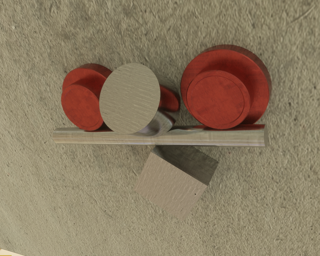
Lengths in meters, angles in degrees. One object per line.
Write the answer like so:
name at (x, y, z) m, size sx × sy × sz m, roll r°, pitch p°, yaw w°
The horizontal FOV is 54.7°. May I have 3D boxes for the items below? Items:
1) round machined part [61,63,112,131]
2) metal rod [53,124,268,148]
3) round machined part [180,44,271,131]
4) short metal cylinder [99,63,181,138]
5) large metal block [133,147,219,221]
round machined part at (-0.095, -0.035, 0.425) m, size 0.098 × 0.042 × 0.097 m, roll 13°, pitch 124°, yaw 21°
metal rod at (-0.020, 0.010, 0.398) m, size 0.300 × 0.025 × 0.025 m, roll -1°, pitch 118°, yaw 28°
round machined part at (0.068, -0.037, 0.339) m, size 0.098 × 0.042 × 0.097 m, roll 13°, pitch 124°, yaw 21°
short metal cylinder at (-0.023, -0.030, 0.362) m, size 0.080 × 0.050 × 0.080 m, roll -4°, pitch 81°, yaw 28°
large metal block at (0.020, 0.066, 0.419) m, size 0.080 × 0.050 × 0.079 m, roll 31°, pitch 128°, yaw 8°
